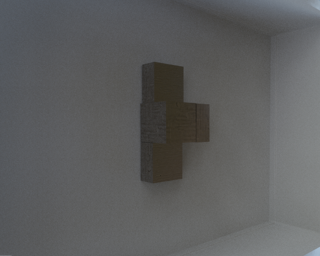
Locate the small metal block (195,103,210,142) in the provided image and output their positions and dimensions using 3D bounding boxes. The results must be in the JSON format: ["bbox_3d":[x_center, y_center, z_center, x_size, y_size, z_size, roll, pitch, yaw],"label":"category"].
[{"bbox_3d":[0.040,-0.007,0.421,0.025,0.050,0.050,0,90,-40],"label":"small metal block"}]

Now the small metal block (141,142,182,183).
[{"bbox_3d":[0.003,0.043,0.406,0.050,0.025,0.050,0,90,-40],"label":"small metal block"}]

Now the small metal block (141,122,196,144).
[{"bbox_3d":[0.010,0.005,0.397,0.050,0.050,0.025,0,91,-40],"label":"small metal block"}]

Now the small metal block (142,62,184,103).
[{"bbox_3d":[0.004,-0.057,0.407,0.050,0.025,0.050,0,90,-40],"label":"small metal block"}]

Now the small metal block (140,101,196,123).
[{"bbox_3d":[0.010,-0.019,0.396,0.050,0.050,0.025,0,91,-40],"label":"small metal block"}]
